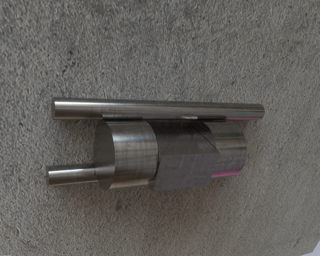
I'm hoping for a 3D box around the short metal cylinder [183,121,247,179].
[{"bbox_3d":[0.073,0.030,0.430,0.050,0.080,0.079,-1,119,-28],"label":"short metal cylinder"}]

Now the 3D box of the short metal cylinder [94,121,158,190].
[{"bbox_3d":[-0.043,0.031,0.368,0.050,0.080,0.079,-1,119,-28],"label":"short metal cylinder"}]

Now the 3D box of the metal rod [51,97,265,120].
[{"bbox_3d":[0.018,-0.023,0.404,0.303,0.025,0.025,-1,119,-28],"label":"metal rod"}]

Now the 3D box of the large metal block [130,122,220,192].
[{"bbox_3d":[0.015,0.033,0.398,0.081,0.080,0.050,0,119,-29],"label":"large metal block"}]

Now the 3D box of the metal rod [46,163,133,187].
[{"bbox_3d":[-0.002,0.056,0.442,0.303,0.025,0.025,-1,119,-28],"label":"metal rod"}]
